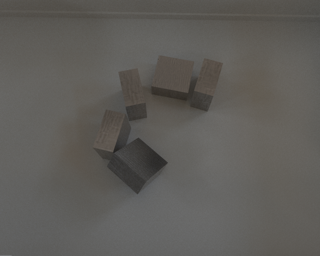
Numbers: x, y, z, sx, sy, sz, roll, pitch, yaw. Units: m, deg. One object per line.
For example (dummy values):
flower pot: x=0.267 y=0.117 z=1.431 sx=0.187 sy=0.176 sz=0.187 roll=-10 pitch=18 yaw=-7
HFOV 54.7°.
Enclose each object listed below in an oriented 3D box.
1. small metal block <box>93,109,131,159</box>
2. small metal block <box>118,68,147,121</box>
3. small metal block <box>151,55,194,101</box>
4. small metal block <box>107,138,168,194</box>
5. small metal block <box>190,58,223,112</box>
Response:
small metal block: x=-0.059 y=0.011 z=0.391 sx=0.025 sy=0.050 sz=0.050 roll=13 pitch=71 yaw=8
small metal block: x=-0.036 y=-0.043 z=0.412 sx=0.025 sy=0.050 sz=0.050 roll=-12 pitch=71 yaw=-5
small metal block: x=0.018 y=-0.070 z=0.436 sx=0.050 sy=0.025 sz=0.050 roll=11 pitch=70 yaw=3
small metal block: x=-0.027 y=0.045 z=0.379 sx=0.050 sy=0.025 sz=0.050 roll=40 pitch=36 yaw=12
small metal block: x=0.062 y=-0.057 z=0.418 sx=0.025 sy=0.050 sz=0.050 roll=17 pitch=71 yaw=6
